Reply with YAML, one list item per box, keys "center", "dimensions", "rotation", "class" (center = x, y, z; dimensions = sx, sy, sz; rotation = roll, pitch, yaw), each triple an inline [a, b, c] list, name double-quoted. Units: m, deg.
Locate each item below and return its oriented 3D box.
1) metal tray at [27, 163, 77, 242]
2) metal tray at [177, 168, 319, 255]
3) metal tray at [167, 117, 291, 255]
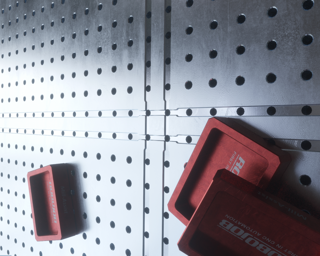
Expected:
- center: [-0.200, 0.136, 0.567]
  dimensions: [0.090, 0.030, 0.129]
  rotation: [-19, 78, 38]
  class: "metal tray"
- center: [0.093, 0.109, 0.296]
  dimensions: [0.130, 0.030, 0.089]
  rotation: [29, 109, 12]
  class: "metal tray"
- center: [0.071, 0.063, 0.346]
  dimensions: [0.090, 0.030, 0.129]
  rotation: [36, 112, 34]
  class: "metal tray"
